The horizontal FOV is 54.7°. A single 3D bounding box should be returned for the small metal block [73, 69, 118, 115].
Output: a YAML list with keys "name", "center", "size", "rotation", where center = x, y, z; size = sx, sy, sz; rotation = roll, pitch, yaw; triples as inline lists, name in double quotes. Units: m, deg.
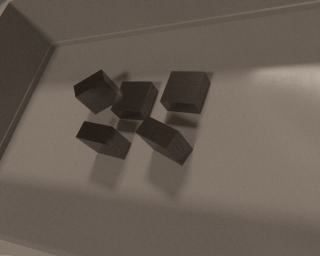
- name: "small metal block"
  center: [-0.093, -0.053, 0.470]
  size: [0.050, 0.050, 0.025]
  rotation: [-28, 52, 10]

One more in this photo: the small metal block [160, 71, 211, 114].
- name: "small metal block"
  center: [0.035, -0.048, 0.416]
  size: [0.050, 0.025, 0.050]
  rotation: [7, 65, 31]

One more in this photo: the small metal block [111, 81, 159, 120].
- name: "small metal block"
  center: [-0.036, -0.040, 0.447]
  size: [0.050, 0.025, 0.050]
  rotation: [5, 64, 30]

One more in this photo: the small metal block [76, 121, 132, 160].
- name: "small metal block"
  center: [-0.075, 0.017, 0.417]
  size: [0.050, 0.050, 0.025]
  rotation: [10, 67, 32]

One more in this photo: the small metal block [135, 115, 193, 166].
- name: "small metal block"
  center: [0.006, 0.016, 0.376]
  size: [0.050, 0.050, 0.025]
  rotation: [27, 77, 37]
